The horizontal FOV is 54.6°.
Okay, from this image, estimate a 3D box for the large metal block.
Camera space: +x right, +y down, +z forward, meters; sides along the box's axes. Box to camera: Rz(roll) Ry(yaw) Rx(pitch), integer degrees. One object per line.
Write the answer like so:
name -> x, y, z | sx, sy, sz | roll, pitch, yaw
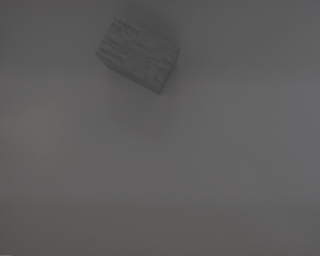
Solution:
large metal block -> -0.025, -0.085, 0.384 | 0.080, 0.080, 0.050 | 28, 90, 0
